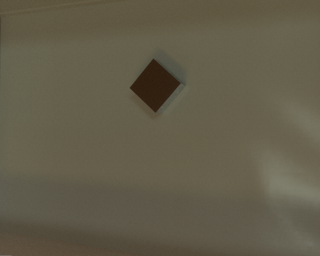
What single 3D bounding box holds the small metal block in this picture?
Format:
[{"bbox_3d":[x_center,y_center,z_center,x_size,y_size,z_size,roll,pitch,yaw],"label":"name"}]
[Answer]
[{"bbox_3d":[-0.003,-0.055,0.412,0.050,0.025,0.050,44,104,14],"label":"small metal block"}]
